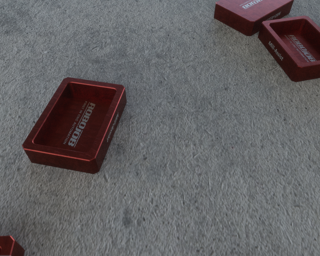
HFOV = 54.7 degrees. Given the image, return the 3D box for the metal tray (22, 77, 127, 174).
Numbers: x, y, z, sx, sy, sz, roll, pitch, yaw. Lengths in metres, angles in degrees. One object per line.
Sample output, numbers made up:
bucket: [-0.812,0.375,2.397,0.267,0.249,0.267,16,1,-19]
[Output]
metal tray: [-0.105,-0.009,0.405,0.090,0.030,0.130,9,51,7]

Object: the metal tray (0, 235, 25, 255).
metal tray: [-0.200,0.147,0.274,0.131,0.030,0.090,-2,50,-2]

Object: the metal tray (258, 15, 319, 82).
metal tray: [0.234,-0.135,0.514,0.091,0.030,0.130,-11,51,-9]

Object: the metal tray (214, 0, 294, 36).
metal tray: [0.180,-0.231,0.595,0.131,0.030,0.090,-34,58,-25]
